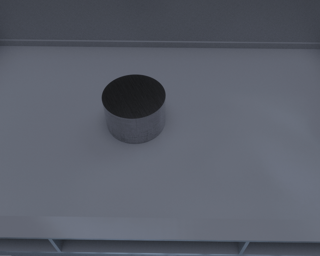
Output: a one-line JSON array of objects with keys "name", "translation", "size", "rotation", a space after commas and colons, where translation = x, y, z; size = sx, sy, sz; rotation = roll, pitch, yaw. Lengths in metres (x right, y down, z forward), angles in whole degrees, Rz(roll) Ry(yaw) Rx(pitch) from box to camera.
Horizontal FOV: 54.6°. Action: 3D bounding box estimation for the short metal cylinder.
[{"name": "short metal cylinder", "translation": [-0.033, -0.026, 0.410], "size": [0.080, 0.050, 0.080], "rotation": [0, 50, 0]}]
